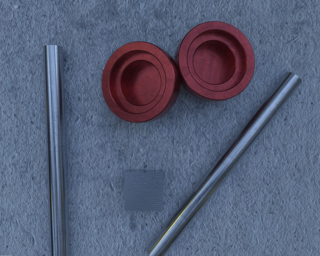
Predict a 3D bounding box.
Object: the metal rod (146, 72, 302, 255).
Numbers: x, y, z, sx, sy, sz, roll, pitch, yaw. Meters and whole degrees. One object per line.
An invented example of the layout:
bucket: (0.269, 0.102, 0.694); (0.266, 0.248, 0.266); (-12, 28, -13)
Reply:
metal rod: (0.084, 0.050, 0.410); (0.025, 0.025, 0.300); (38, 90, 0)

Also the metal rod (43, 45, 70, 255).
metal rod: (-0.136, 0.043, 0.408); (0.025, 0.025, 0.298); (-2, 90, 0)

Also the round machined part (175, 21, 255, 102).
round machined part: (0.066, -0.082, 0.397); (0.099, 0.042, 0.097); (0, 88, -10)

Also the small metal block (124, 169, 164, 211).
small metal block: (-0.021, 0.082, 0.410); (0.050, 0.025, 0.050); (1, 90, 0)

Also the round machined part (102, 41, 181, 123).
round machined part: (-0.020, -0.056, 0.390); (0.098, 0.042, 0.097); (1, 92, 22)
